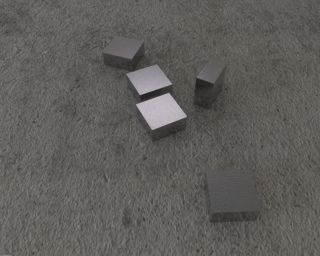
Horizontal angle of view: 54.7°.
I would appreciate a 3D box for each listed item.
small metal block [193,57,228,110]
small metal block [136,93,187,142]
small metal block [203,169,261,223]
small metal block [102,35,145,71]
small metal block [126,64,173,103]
[{"bbox_3d":[0.071,-0.063,0.440,0.025,0.050,0.050,23,54,18],"label":"small metal block"},{"bbox_3d":[0.001,-0.015,0.416,0.050,0.025,0.050,-21,53,-17],"label":"small metal block"},{"bbox_3d":[0.077,0.074,0.341,0.050,0.025,0.050,-2,50,-2],"label":"small metal block"},{"bbox_3d":[-0.058,-0.122,0.505,0.050,0.025,0.050,16,52,12],"label":"small metal block"},{"bbox_3d":[-0.016,-0.063,0.456,0.050,0.025,0.050,-21,53,-17],"label":"small metal block"}]
